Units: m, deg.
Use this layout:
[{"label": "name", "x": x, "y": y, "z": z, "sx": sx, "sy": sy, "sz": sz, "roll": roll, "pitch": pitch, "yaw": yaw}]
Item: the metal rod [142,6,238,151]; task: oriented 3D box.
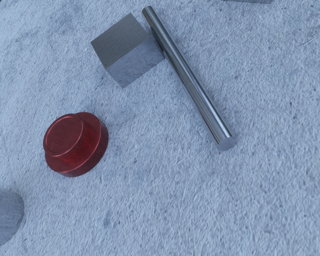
[{"label": "metal rod", "x": 0.028, "y": -0.090, "z": 0.443, "sx": 0.025, "sy": 0.025, "sz": 0.300, "roll": -30, "pitch": 52, "yaw": 8}]

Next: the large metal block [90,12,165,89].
[{"label": "large metal block", "x": -0.052, "y": -0.122, "z": 0.489, "sx": 0.080, "sy": 0.050, "sz": 0.080, "roll": -35, "pitch": 52, "yaw": 4}]

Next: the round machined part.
[{"label": "round machined part", "x": -0.127, "y": 0.018, "z": 0.447, "sx": 0.098, "sy": 0.042, "sz": 0.098, "roll": -13, "pitch": 56, "yaw": 20}]

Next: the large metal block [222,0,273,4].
[{"label": "large metal block", "x": 0.139, "y": -0.235, "z": 0.459, "sx": 0.080, "sy": 0.050, "sz": 0.080, "roll": 22, "pitch": 73, "yaw": 35}]

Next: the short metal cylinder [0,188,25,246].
[{"label": "short metal cylinder", "x": -0.242, "y": 0.123, "z": 0.437, "sx": 0.080, "sy": 0.050, "sz": 0.080, "roll": -13, "pitch": 56, "yaw": 20}]
